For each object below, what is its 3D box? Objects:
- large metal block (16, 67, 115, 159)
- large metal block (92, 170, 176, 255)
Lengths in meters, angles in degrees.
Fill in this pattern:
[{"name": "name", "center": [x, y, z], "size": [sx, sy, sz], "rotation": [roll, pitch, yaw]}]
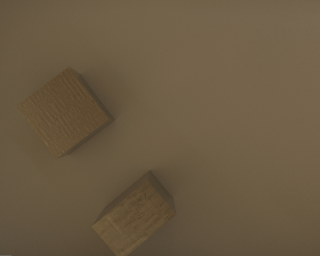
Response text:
[{"name": "large metal block", "center": [-0.117, -0.018, 0.398], "size": [0.080, 0.050, 0.080], "rotation": [-37, 90, 0]}, {"name": "large metal block", "center": [-0.029, 0.102, 0.384], "size": [0.080, 0.080, 0.050], "rotation": [-40, 90, 0]}]
